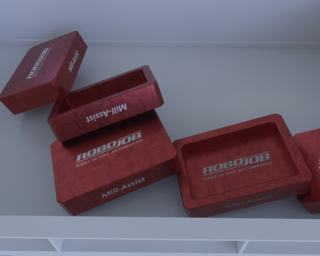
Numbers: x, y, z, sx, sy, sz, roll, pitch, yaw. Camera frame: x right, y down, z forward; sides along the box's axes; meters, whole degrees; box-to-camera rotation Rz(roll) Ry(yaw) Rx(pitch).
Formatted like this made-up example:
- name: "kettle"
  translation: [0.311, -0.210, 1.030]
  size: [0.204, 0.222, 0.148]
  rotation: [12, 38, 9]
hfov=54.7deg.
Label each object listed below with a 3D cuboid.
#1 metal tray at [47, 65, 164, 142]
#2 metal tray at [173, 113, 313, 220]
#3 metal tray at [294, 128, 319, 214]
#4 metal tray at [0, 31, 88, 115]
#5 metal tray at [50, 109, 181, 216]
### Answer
- name: "metal tray"
  translation: [-0.067, -0.035, 0.389]
  size: [0.131, 0.030, 0.090]
  rotation: [-20, 25, -1]
- name: "metal tray"
  translation: [0.085, 0.041, 0.345]
  size: [0.131, 0.030, 0.090]
  rotation: [-15, 50, 6]
- name: "metal tray"
  translation: [0.211, 0.035, 0.321]
  size: [0.130, 0.030, 0.090]
  rotation: [-19, 44, 36]
- name: "metal tray"
  translation: [-0.161, -0.082, 0.441]
  size: [0.090, 0.030, 0.130]
  rotation: [-15, 42, 16]
- name: "metal tray"
  translation: [-0.053, 0.033, 0.353]
  size: [0.131, 0.030, 0.090]
  rotation: [-22, 47, -5]
